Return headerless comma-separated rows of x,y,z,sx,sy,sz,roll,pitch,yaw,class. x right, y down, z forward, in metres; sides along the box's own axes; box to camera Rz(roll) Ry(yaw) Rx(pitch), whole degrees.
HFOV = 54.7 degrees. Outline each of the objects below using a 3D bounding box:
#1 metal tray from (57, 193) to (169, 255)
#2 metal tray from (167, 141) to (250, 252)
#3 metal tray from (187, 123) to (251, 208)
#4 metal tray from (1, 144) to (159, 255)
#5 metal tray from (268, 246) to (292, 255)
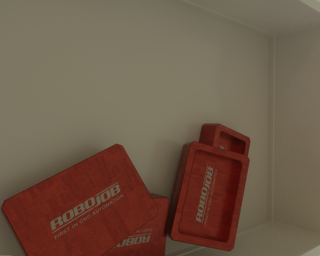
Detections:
-0.050,0.126,0.363,0.131,0.030,0.089,8,85,-40,metal tray
0.065,0.091,0.423,0.091,0.030,0.129,16,79,-13,metal tray
0.095,0.066,0.485,0.091,0.030,0.129,21,77,-38,metal tray
-0.076,0.084,0.316,0.131,0.030,0.090,-28,87,-33,metal tray
0.160,0.260,0.508,0.131,0.089,0.030,-28,64,-37,metal tray
